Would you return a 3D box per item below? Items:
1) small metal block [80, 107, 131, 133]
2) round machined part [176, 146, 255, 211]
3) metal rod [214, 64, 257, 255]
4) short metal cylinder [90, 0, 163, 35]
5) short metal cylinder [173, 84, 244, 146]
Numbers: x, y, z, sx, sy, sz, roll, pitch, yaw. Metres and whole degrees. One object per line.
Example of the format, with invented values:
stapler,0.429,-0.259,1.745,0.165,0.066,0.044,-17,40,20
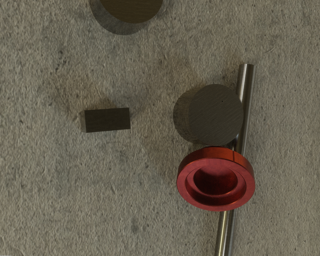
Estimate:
small metal block,-0.067,-0.009,0.371,0.050,0.050,0.025,-5,92,-20
round machined part,0.073,0.062,0.408,0.098,0.098,0.042,37,34,-17
metal rod,0.108,0.057,0.448,0.025,0.025,0.298,9,87,-20
short metal cylinder,-0.042,-0.161,0.380,0.081,0.050,0.079,0,90,-20
short metal cylinder,0.064,-0.017,0.419,0.081,0.050,0.079,0,90,-20
